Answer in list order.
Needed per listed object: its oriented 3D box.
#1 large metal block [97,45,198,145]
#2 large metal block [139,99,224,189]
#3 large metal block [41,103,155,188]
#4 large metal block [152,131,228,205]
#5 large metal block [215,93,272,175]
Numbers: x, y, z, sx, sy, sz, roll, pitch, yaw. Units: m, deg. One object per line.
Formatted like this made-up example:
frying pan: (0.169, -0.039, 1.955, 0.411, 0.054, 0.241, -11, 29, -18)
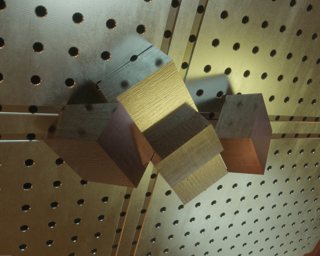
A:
large metal block: (-0.013, -0.035, 0.365, 0.080, 0.050, 0.080, -35, 130, -3)
large metal block: (0.019, 0.015, 0.394, 0.080, 0.080, 0.050, -36, 131, -4)
large metal block: (-0.065, 0.019, 0.342, 0.080, 0.080, 0.050, 58, 45, -39)
large metal block: (0.041, 0.051, 0.448, 0.080, 0.050, 0.080, -35, 128, -5)
large metal block: (0.120, 0.009, 0.438, 0.080, 0.050, 0.080, 58, 44, -39)
